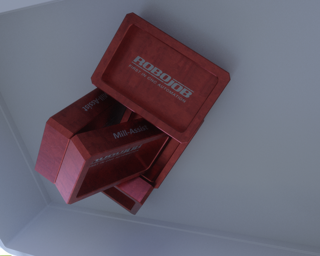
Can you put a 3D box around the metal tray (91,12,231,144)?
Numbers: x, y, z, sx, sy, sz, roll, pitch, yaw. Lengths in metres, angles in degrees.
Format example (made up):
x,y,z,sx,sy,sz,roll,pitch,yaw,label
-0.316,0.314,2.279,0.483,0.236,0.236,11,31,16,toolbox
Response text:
x,y,z,sx,sy,sz,roll,pitch,yaw,label
0.000,-0.055,0.346,0.130,0.030,0.090,34,103,5,metal tray

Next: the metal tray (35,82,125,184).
x,y,z,sx,sy,sz,roll,pitch,yaw,label
-0.090,-0.001,0.382,0.030,0.131,0.089,35,129,6,metal tray

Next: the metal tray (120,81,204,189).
x,y,z,sx,sy,sz,roll,pitch,yaw,label
-0.011,0.014,0.416,0.090,0.030,0.129,34,129,5,metal tray

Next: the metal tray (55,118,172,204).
x,y,z,sx,sy,sz,roll,pitch,yaw,label
-0.050,0.034,0.369,0.030,0.131,0.089,50,132,23,metal tray

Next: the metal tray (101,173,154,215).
x,y,z,sx,sy,sz,roll,pitch,yaw,label
-0.078,0.075,0.466,0.130,0.030,0.090,34,153,5,metal tray
